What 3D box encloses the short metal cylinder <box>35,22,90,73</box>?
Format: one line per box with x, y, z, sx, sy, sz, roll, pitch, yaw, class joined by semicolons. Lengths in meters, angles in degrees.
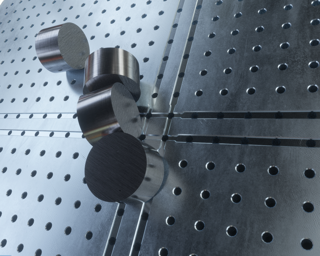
-0.170;-0.140;0.545;0.050;0.080;0.080;-4;60;26;short metal cylinder

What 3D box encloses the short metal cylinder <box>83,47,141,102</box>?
-0.069;-0.070;0.450;0.080;0.080;0.050;-18;55;18;short metal cylinder

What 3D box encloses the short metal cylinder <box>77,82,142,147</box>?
-0.066;-0.015;0.415;0.050;0.080;0.080;-18;55;18;short metal cylinder

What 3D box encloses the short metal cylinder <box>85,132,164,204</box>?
-0.042;0.050;0.372;0.080;0.050;0.080;-7;71;21;short metal cylinder
